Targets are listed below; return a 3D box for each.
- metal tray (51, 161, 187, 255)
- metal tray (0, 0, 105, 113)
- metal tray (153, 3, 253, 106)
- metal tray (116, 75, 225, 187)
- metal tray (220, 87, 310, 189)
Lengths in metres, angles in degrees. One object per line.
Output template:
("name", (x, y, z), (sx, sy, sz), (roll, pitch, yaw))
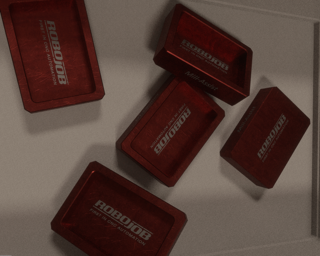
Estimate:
("metal tray", (-0.046, 0.107, 0.353), (0.130, 0.030, 0.090), (27, 77, 17))
("metal tray", (-0.124, -0.089, 0.362), (0.091, 0.030, 0.129), (-14, 95, -20))
("metal tray", (0.062, -0.097, 0.413), (0.131, 0.030, 0.090), (25, 57, -19))
("metal tray", (0.016, 0.001, 0.414), (0.090, 0.030, 0.130), (42, 77, -16))
("metal tray", (0.161, 0.014, 0.469), (0.090, 0.030, 0.130), (39, 77, -16))
